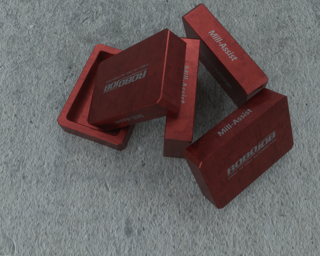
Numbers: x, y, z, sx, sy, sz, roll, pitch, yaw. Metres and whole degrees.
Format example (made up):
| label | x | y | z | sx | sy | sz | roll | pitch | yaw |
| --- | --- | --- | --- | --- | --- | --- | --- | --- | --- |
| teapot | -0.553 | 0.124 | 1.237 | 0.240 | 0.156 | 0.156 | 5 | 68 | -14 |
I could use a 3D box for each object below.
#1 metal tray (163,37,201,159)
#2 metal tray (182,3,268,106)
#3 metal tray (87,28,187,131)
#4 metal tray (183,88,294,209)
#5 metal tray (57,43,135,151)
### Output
| label | x | y | z | sx | sy | sz | roll | pitch | yaw |
| --- | --- | --- | --- | --- | --- | --- | --- | --- | --- |
| metal tray | 0.026 | -0.035 | 0.388 | 0.030 | 0.090 | 0.130 | 6 | 71 | 2 |
| metal tray | 0.083 | -0.088 | 0.406 | 0.030 | 0.090 | 0.130 | -36 | 74 | 3 |
| metal tray | -0.031 | -0.052 | 0.368 | 0.130 | 0.030 | 0.090 | -13 | 63 | 43 |
| metal tray | 0.098 | 0.025 | 0.367 | 0.131 | 0.090 | 0.030 | -37 | 39 | -12 |
| metal tray | -0.068 | -0.044 | 0.422 | 0.090 | 0.030 | 0.130 | 19 | 71 | 6 |
